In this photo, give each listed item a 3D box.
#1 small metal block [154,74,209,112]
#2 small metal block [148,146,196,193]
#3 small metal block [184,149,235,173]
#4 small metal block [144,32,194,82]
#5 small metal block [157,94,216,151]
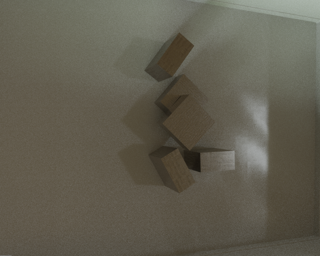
[{"bbox_3d":[0.030,-0.037,0.421,0.050,0.025,0.050,43,77,-15],"label":"small metal block"},{"bbox_3d":[0.014,0.052,0.402,0.025,0.050,0.050,-31,100,-17],"label":"small metal block"},{"bbox_3d":[0.066,0.043,0.421,0.050,0.050,0.025,-2,91,-20],"label":"small metal block"},{"bbox_3d":[0.011,-0.090,0.401,0.025,0.050,0.050,38,78,-16],"label":"small metal block"},{"bbox_3d":[0.033,-0.007,0.396,0.050,0.025,0.050,45,81,-15],"label":"small metal block"}]
